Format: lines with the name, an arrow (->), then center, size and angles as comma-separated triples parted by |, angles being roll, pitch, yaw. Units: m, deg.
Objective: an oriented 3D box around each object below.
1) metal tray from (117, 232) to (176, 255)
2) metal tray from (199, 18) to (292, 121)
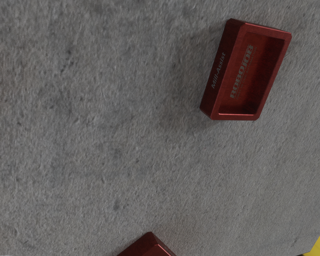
metal tray -> -0.019, 0.247, 0.548 | 0.090, 0.030, 0.130 | -37, 130, -4
metal tray -> 0.115, -0.074, 0.422 | 0.091, 0.030, 0.129 | 0, 119, -29
